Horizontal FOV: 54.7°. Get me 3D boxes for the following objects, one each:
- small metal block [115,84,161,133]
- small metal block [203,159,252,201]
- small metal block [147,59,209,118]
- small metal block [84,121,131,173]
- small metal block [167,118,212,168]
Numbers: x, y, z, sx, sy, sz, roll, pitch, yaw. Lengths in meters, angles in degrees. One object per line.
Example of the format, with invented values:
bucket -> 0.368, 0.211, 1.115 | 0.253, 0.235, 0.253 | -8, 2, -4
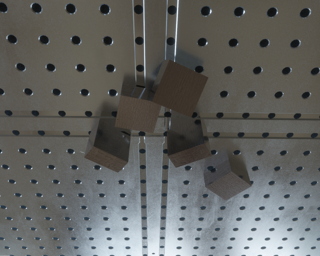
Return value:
small metal block -> -0.028, -0.024, 0.391 | 0.050, 0.025, 0.050 | 10, 130, -9
small metal block -> 0.105, 0.082, 0.483 | 0.050, 0.025, 0.050 | 36, 121, -27
small metal block -> 0.020, -0.046, 0.358 | 0.050, 0.025, 0.050 | 21, 95, -18
small metal block -> -0.069, 0.025, 0.416 | 0.050, 0.050, 0.025 | 29, 124, -23
small metal block -> 0.038, 0.019, 0.413 | 0.050, 0.050, 0.025 | -21, 127, 16
